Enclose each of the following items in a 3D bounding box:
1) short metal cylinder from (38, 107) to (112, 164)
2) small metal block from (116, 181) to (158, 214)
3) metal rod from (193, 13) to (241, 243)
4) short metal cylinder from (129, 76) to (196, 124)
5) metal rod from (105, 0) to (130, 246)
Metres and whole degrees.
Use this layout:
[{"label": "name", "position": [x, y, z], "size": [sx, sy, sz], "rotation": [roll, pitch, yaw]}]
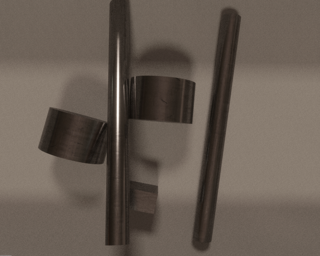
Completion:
[{"label": "short metal cylinder", "position": [-0.102, 0.009, 0.383], "size": [0.080, 0.080, 0.050], "rotation": [16, 90, -1]}, {"label": "small metal block", "position": [-0.030, 0.087, 0.399], "size": [0.050, 0.050, 0.025], "rotation": [11, 90, -1]}, {"label": "metal rod", "position": [0.076, 0.000, 0.412], "size": [0.025, 0.025, 0.298], "rotation": [8, 90, -1]}, {"label": "short metal cylinder", "position": [0.002, -0.033, 0.384], "size": [0.081, 0.080, 0.050], "rotation": [5, 90, -1]}, {"label": "metal rod", "position": [-0.049, -0.022, 0.365], "size": [0.025, 0.025, 0.299], "rotation": [-2, 72, -1]}]
